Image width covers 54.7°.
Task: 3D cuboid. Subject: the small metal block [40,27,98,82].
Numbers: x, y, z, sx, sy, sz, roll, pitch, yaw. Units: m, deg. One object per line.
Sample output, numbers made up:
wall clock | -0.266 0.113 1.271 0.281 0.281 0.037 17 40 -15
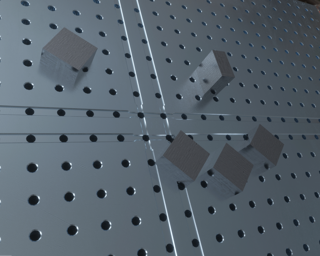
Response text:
small metal block | -0.118 -0.096 0.404 0.050 0.025 0.050 31 51 -8

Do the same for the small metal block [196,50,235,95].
small metal block | 0.087 -0.088 0.495 0.025 0.050 0.050 0 62 -29

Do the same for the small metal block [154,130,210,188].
small metal block | 0.030 0.040 0.402 0.050 0.025 0.050 39 51 -2

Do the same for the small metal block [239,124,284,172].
small metal block | 0.157 0.030 0.477 0.050 0.025 0.050 40 51 -1

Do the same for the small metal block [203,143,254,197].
small metal block | 0.095 0.057 0.426 0.050 0.025 0.050 39 51 -2
